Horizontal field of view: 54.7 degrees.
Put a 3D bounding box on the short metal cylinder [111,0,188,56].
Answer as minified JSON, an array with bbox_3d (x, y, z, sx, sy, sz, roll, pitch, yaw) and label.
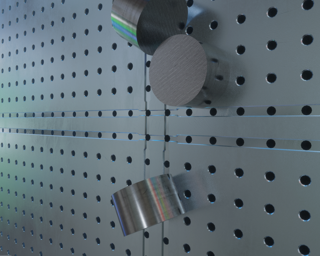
[{"bbox_3d":[-0.012,-0.137,0.382,0.050,0.081,0.079,40,114,32],"label":"short metal cylinder"}]

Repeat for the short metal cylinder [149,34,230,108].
[{"bbox_3d":[0.034,-0.064,0.364,0.080,0.050,0.079,0,90,39],"label":"short metal cylinder"}]

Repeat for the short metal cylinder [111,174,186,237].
[{"bbox_3d":[-0.014,0.095,0.383,0.080,0.081,0.050,-33,70,35],"label":"short metal cylinder"}]
